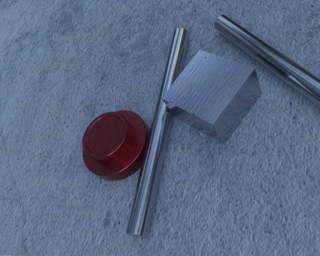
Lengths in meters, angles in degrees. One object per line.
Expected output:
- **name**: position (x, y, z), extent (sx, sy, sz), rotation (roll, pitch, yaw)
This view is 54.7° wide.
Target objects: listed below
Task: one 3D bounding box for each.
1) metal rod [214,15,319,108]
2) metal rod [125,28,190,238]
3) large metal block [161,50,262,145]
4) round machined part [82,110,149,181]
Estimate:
- **metal rod**: position (0.158, -0.058, 0.356), extent (0.025, 0.025, 0.300), rotation (-38, 51, 2)
- **metal rod**: position (0.003, -0.012, 0.408), extent (0.025, 0.025, 0.300), rotation (-2, 61, 27)
- **large metal block**: position (0.063, -0.039, 0.378), extent (0.080, 0.050, 0.080), rotation (31, 79, 37)
- **round machined part**: position (-0.063, 0.017, 0.414), extent (0.098, 0.042, 0.098), rotation (-13, 56, 20)
